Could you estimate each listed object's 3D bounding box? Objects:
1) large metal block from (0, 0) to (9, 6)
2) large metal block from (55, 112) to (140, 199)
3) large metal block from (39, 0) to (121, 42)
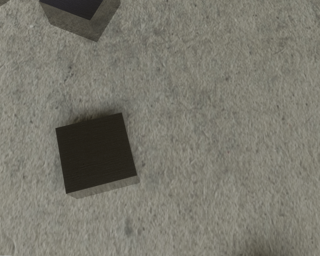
[{"bbox_3d":[-0.262,-0.229,0.459,0.080,0.080,0.050,-43,76,-14],"label":"large metal block"},{"bbox_3d":[-0.075,0.035,0.381,0.081,0.050,0.080,-14,71,-6],"label":"large metal block"},{"bbox_3d":[-0.116,-0.187,0.462,0.080,0.050,0.080,23,71,7],"label":"large metal block"}]
